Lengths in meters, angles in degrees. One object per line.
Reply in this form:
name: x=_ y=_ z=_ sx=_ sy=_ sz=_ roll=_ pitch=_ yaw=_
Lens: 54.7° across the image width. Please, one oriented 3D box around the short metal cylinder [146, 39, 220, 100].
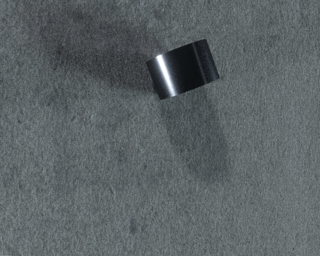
short metal cylinder: x=0.029 y=-0.073 z=0.391 sx=0.081 sy=0.080 sz=0.050 roll=-24 pitch=98 yaw=-19
